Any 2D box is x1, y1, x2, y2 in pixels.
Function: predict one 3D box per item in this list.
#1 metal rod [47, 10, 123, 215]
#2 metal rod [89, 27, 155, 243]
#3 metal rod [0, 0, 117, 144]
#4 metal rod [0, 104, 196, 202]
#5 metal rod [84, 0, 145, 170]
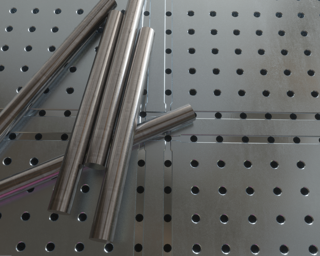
[{"bbox_3d":[-0.089,-0.039,0.406,0.025,0.025,0.299,8,63,2],"label":"metal rod"},{"bbox_3d":[-0.040,-0.013,0.391,0.025,0.025,0.300,8,61,2],"label":"metal rod"},{"bbox_3d":[-0.158,-0.079,0.438,0.025,0.025,0.300,31,73,10],"label":"metal rod"},{"bbox_3d":[-0.095,0.035,0.397,0.302,0.025,0.025,-22,72,-9],"label":"metal rod"},{"bbox_3d":[-0.055,-0.088,0.427,0.025,0.025,0.299,8,64,2],"label":"metal rod"}]
